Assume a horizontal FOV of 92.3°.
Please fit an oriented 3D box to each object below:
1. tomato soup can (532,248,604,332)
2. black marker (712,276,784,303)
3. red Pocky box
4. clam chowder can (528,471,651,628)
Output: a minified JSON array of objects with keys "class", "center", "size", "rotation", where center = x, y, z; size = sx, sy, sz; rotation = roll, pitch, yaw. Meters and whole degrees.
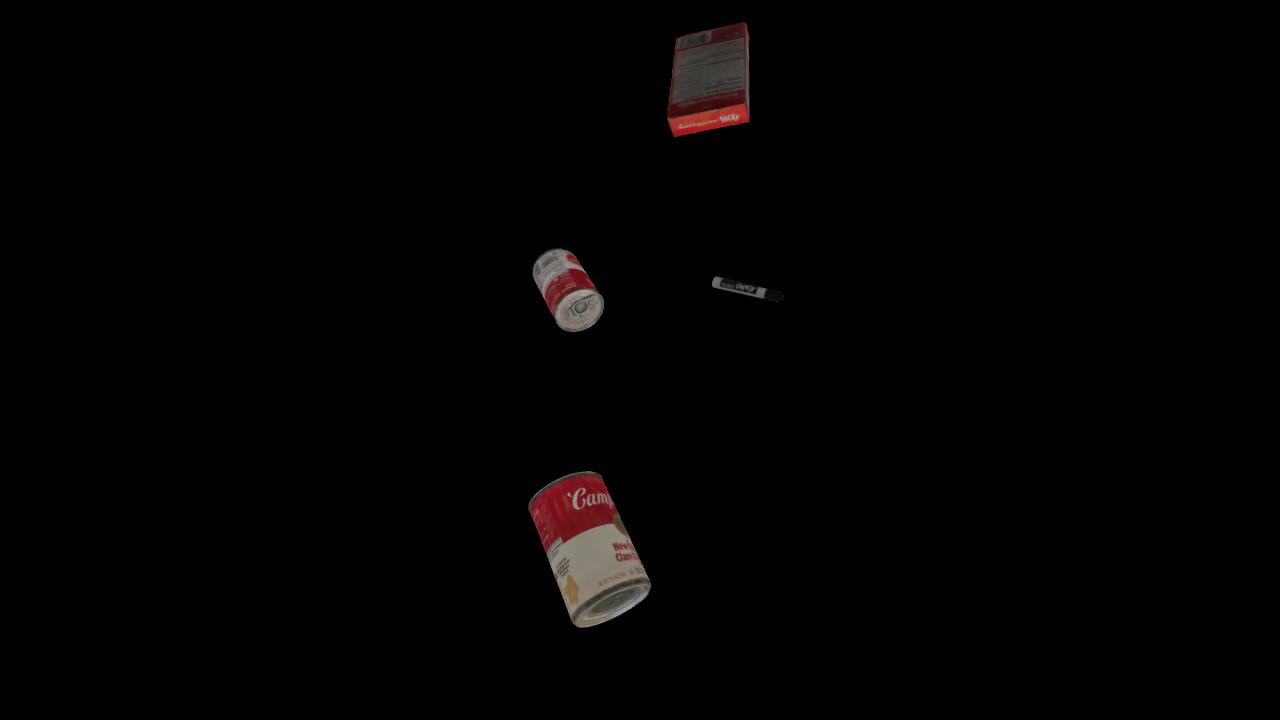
[{"class":"tomato soup can","center":[-0.097,-0.094,0.813],"size":[0.068,0.068,0.101],"rotation":[0,39,-32]},{"class":"black marker","center":[0.172,-0.112,0.981],"size":[0.121,0.020,0.020],"rotation":[18,10,31]},{"class":"red Pocky box","center":[0.076,-0.305,0.666],"size":[0.083,0.155,0.028],"rotation":[-4,-35,16]},{"class":"clam chowder can","center":[-0.041,0.151,0.494],"size":[0.068,0.102,0.068],"rotation":[-20,-34,-14]}]
